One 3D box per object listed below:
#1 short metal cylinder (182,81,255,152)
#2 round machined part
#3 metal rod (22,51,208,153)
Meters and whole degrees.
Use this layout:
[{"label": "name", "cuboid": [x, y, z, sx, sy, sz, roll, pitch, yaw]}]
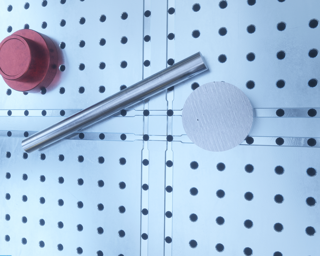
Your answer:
[{"label": "short metal cylinder", "cuboid": [0.072, -0.013, 0.374, 0.080, 0.050, 0.079, 0, 90, 20]}, {"label": "round machined part", "cuboid": [-0.212, -0.105, 0.478, 0.098, 0.042, 0.097, 0, 90, 20]}, {"label": "metal rod", "cuboid": [-0.076, -0.029, 0.439, 0.300, 0.025, 0.025, -24, 82, 18]}]
